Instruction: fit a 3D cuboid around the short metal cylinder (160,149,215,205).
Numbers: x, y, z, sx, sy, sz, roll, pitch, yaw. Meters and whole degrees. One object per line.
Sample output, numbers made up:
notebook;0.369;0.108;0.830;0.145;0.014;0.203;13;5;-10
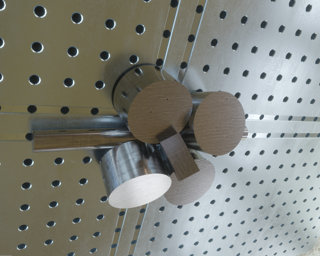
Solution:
short metal cylinder;0.032;0.064;0.447;0.081;0.050;0.079;-14;124;-21

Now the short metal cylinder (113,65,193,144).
short metal cylinder;-0.009;-0.028;0.368;0.081;0.050;0.079;-14;124;-21

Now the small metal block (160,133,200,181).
small metal block;0.023;0.037;0.380;0.025;0.050;0.050;-27;170;-4

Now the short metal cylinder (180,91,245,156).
short metal cylinder;0.063;-0.008;0.403;0.081;0.050;0.079;-3;97;-28

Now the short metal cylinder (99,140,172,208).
short metal cylinder;-0.032;0.060;0.394;0.081;0.050;0.080;-16;144;-11

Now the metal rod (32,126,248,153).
metal rod;-0.006;0.011;0.410;0.303;0.025;0.025;-2;119;-28
